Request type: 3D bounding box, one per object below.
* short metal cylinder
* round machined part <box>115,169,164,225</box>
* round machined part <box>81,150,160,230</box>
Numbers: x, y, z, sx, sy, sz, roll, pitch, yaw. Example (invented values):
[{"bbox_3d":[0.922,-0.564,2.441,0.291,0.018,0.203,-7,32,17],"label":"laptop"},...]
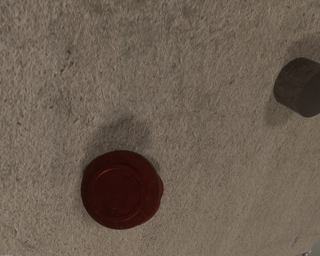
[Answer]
[{"bbox_3d":[0.225,-0.063,0.478,0.081,0.050,0.079,-14,125,-21],"label":"short metal cylinder"},{"bbox_3d":[-0.038,0.101,0.439,0.099,0.042,0.097,-14,125,-21],"label":"round machined part"},{"bbox_3d":[-0.050,0.077,0.382,0.099,0.042,0.097,0,87,3],"label":"round machined part"}]
